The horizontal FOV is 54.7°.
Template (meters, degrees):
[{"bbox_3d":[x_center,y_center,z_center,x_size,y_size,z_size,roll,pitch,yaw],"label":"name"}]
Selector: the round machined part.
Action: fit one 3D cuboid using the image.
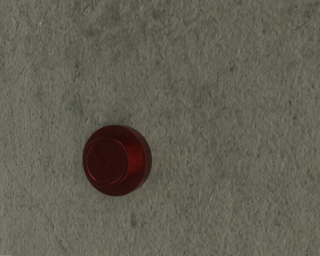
[{"bbox_3d":[-0.064,0.045,0.421,0.098,0.042,0.097,0,90,19],"label":"round machined part"}]
